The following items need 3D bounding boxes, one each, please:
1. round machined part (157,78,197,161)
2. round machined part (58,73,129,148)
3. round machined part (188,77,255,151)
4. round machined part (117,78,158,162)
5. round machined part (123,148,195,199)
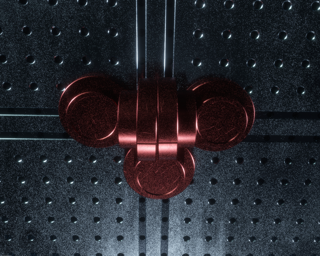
[{"bbox_3d":[0.019,-0.010,0.365,0.042,0.098,0.097,-1,110,0],"label":"round machined part"},{"bbox_3d":[-0.081,-0.018,0.396,0.099,0.042,0.097,0,110,-1],"label":"round machined part"},{"bbox_3d":[0.073,-0.013,0.400,0.099,0.042,0.097,0,110,-1],"label":"round machined part"},{"bbox_3d":[-0.025,-0.010,0.364,0.042,0.098,0.097,1,110,-1],"label":"round machined part"},{"bbox_3d":[-0.001,0.057,0.425,0.099,0.042,0.097,0,110,-1],"label":"round machined part"}]
